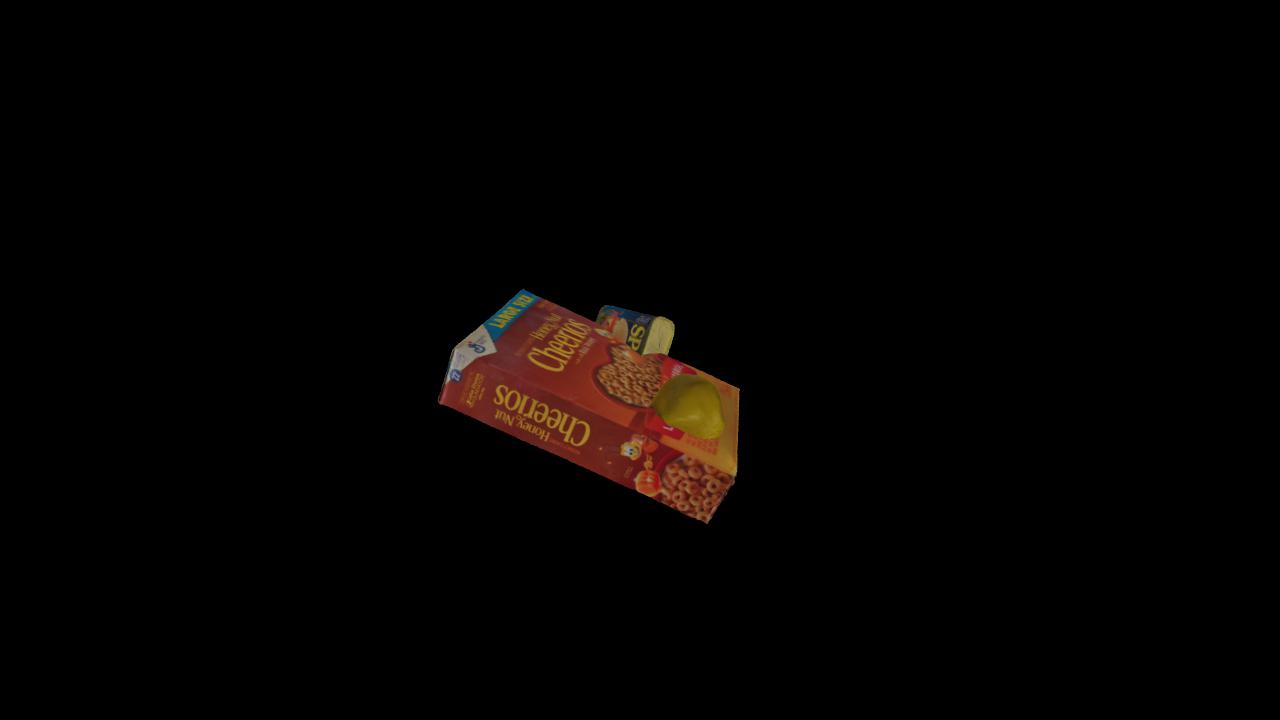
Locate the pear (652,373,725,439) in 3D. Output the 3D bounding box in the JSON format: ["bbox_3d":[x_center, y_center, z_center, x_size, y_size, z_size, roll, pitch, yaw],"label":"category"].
[{"bbox_3d":[0.030,0.060,0.642,0.111,0.080,0.080,-15,0,-1],"label":"pear"}]

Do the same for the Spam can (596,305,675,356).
[{"bbox_3d":[-0.016,-0.013,0.768,0.085,0.101,0.058,17,-2,32],"label":"Spam can"}]

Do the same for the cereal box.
[{"bbox_3d":[-0.040,0.038,0.691,0.306,0.081,0.203,25,24,-1],"label":"cereal box"}]
